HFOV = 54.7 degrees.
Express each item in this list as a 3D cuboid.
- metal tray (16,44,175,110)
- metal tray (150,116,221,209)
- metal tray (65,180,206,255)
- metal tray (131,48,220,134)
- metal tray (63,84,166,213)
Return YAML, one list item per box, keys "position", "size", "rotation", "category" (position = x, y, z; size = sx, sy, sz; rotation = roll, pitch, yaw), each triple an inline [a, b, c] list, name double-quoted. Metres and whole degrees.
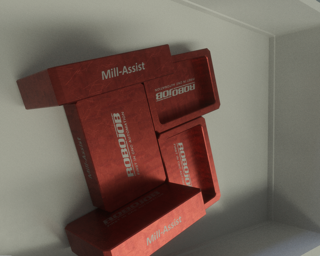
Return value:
- position: [-0.061, -0.052, 0.310]
  size: [0.131, 0.090, 0.030]
  rotation: [-23, 105, -38]
  category: "metal tray"
- position: [0.035, 0.057, 0.433]
  size: [0.091, 0.030, 0.129]
  rotation: [-22, 104, -38]
  category: "metal tray"
- position: [-0.025, 0.101, 0.342]
  size: [0.131, 0.090, 0.030]
  rotation: [-22, 105, -38]
  category: "metal tray"
- position: [0.024, -0.054, 0.423]
  size: [0.131, 0.030, 0.089]
  rotation: [-22, 104, -38]
  category: "metal tray"
- position: [-0.048, 0.019, 0.361]
  size: [0.091, 0.030, 0.129]
  rotation: [-22, 104, -38]
  category: "metal tray"
